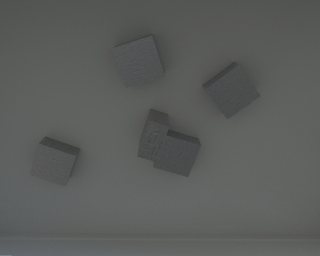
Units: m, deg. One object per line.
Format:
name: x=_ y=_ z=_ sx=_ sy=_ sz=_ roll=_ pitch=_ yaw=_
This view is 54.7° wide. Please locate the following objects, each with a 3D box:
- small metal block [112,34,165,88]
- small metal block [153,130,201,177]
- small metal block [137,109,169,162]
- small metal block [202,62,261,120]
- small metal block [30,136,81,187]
small metal block: x=-0.025 y=-0.082 z=0.381 sx=0.050 sy=0.025 sz=0.050 roll=-17 pitch=110 yaw=5
small metal block: x=0.023 y=0.034 z=0.424 sx=0.050 sy=0.025 sz=0.050 roll=17 pitch=109 yaw=-7
small metal block: x=-0.009 y=0.008 z=0.401 sx=0.025 sy=0.050 sz=0.050 roll=17 pitch=109 yaw=-7
small metal block: x=0.090 y=-0.048 z=0.395 sx=0.050 sy=0.025 sz=0.050 roll=-36 pitch=107 yaw=12
small metal block: x=-0.144 y=0.046 z=0.426 sx=0.050 sy=0.025 sz=0.050 roll=20 pitch=109 yaw=-8
